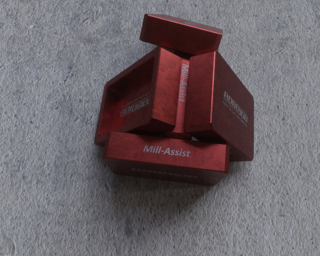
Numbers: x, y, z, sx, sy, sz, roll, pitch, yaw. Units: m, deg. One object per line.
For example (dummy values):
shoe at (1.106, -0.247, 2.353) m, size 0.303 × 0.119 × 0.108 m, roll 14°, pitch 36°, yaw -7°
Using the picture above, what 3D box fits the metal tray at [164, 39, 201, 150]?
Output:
metal tray at (0.026, -0.036, 0.388) m, size 0.030 × 0.090 × 0.130 m, roll 7°, pitch 70°, yaw 2°

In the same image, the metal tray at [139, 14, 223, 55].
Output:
metal tray at (0.034, -0.123, 0.406) m, size 0.090 × 0.130 × 0.030 m, roll 17°, pitch 112°, yaw 5°

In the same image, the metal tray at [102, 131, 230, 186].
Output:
metal tray at (0.007, 0.039, 0.360) m, size 0.131 × 0.090 × 0.030 m, roll 7°, pitch 70°, yaw 2°

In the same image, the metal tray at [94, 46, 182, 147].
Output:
metal tray at (-0.030, -0.029, 0.368) m, size 0.030 × 0.130 × 0.090 m, roll 20°, pitch 66°, yaw -32°

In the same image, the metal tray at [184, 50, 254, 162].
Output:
metal tray at (0.076, -0.019, 0.364) m, size 0.030 × 0.130 × 0.090 m, roll -7°, pitch 67°, yaw 33°
